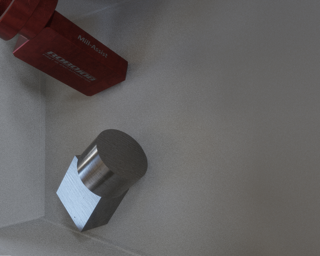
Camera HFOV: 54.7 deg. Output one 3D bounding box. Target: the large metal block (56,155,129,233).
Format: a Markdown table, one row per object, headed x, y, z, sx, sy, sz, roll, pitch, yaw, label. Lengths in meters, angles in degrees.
| x | y | z | sx | sy | sz | roll | pitch | yaw | label |
| --- | --- | --- | --- | --- | --- | --- | --- | --- | --- |
| -0.105 | 0.096 | 0.474 | 0.080 | 0.050 | 0.080 | 46 | 117 | 30 | large metal block |

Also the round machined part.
| x | y | z | sx | sy | sz | roll | pitch | yaw | label |
| --- | --- | --- | --- | --- | --- | --- | --- | --- | --- |
| -0.159 | -0.145 | 0.369 | 0.098 | 0.042 | 0.098 | -23 | 52 | 34 | round machined part |

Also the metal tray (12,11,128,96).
| x | y | z | sx | sy | sz | roll | pitch | yaw | label |
| --- | --- | --- | --- | --- | --- | --- | --- | --- | --- |
| -0.122 | -0.097 | 0.435 | 0.090 | 0.131 | 0.030 | -17 | 56 | 38 | metal tray |

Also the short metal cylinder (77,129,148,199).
| x | y | z | sx | sy | sz | roll | pitch | yaw | label |
| --- | --- | --- | --- | --- | --- | --- | --- | --- | --- |
| -0.064 | 0.048 | 0.422 | 0.050 | 0.081 | 0.080 | -44 | 64 | 31 | short metal cylinder |
